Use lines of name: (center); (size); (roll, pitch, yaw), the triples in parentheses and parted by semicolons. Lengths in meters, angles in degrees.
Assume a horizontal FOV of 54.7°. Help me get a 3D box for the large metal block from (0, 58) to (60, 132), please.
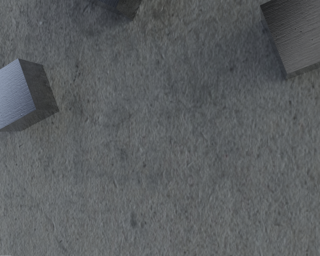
large metal block: (-0.213, -0.047, 0.469); (0.080, 0.050, 0.080); (-24, 82, 18)

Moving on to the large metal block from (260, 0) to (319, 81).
large metal block: (0.164, -0.107, 0.338); (0.080, 0.050, 0.080); (-21, 83, 18)

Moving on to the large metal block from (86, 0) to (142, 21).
large metal block: (-0.063, -0.204, 0.417); (0.080, 0.050, 0.080); (29, 99, 17)
